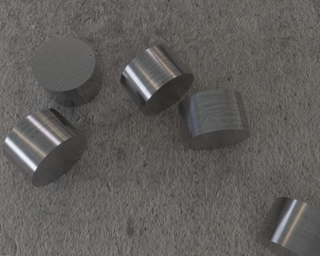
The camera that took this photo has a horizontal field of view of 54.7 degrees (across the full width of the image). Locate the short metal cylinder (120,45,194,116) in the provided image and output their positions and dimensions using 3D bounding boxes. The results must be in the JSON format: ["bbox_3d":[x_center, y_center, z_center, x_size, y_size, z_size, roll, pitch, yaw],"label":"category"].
[{"bbox_3d":[-0.003,-0.060,0.401,0.080,0.080,0.050,-34,74,-12],"label":"short metal cylinder"}]

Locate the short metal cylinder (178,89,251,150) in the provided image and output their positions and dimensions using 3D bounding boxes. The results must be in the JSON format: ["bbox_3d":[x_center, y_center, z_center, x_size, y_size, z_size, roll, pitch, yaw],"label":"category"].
[{"bbox_3d":[0.066,-0.008,0.382,0.081,0.080,0.050,-6,70,-2],"label":"short metal cylinder"}]

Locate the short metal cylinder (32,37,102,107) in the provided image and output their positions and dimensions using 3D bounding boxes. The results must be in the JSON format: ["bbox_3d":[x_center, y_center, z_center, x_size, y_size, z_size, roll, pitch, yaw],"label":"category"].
[{"bbox_3d":[-0.123,-0.075,0.421,0.081,0.050,0.080,0,70,0],"label":"short metal cylinder"}]

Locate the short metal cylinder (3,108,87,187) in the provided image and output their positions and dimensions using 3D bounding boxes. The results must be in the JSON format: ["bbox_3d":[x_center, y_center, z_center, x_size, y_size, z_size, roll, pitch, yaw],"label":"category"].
[{"bbox_3d":[-0.135,0.023,0.369,0.050,0.080,0.080,40,75,13],"label":"short metal cylinder"}]

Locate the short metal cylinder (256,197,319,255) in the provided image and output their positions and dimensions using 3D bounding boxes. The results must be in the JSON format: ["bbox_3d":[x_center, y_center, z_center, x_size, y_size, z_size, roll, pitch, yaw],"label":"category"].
[{"bbox_3d":[0.153,0.119,0.336,0.080,0.080,0.050,31,73,10],"label":"short metal cylinder"}]
